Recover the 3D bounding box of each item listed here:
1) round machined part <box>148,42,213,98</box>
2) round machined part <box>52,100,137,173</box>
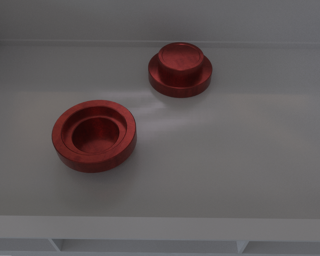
[{"bbox_3d":[0.031,-0.095,0.474,0.099,0.042,0.098,0,50,0],"label":"round machined part"},{"bbox_3d":[-0.077,0.014,0.382,0.099,0.042,0.098,0,50,0],"label":"round machined part"}]
